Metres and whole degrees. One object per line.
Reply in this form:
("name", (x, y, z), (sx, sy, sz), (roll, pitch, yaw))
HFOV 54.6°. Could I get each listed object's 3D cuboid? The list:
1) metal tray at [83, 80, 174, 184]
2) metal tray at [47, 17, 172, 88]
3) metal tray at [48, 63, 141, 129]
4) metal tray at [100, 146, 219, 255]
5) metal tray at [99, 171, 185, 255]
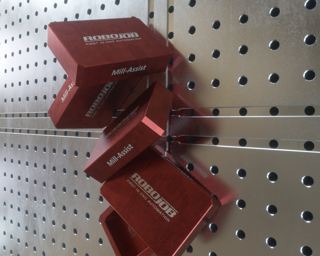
("metal tray", (-0.041, 0.006, 0.405), (0.130, 0.030, 0.090), (-39, 21, 33))
("metal tray", (-0.062, -0.100, 0.391), (0.090, 0.131, 0.030), (51, 140, 28))
("metal tray", (-0.090, -0.053, 0.442), (0.129, 0.091, 0.030), (-50, 61, 28))
("metal tray", (-0.004, 0.086, 0.386), (0.130, 0.030, 0.090), (38, 91, 30))
("metal tray", (-0.023, 0.127, 0.426), (0.129, 0.030, 0.090), (-47, 62, 30))
